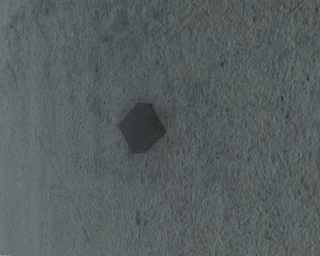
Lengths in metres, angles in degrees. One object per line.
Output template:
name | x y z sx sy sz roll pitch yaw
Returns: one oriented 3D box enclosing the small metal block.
small metal block | -0.025 0.001 0.425 0.050 0.025 0.050 -44 64 31
